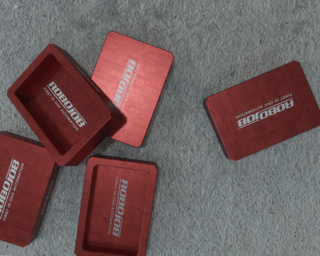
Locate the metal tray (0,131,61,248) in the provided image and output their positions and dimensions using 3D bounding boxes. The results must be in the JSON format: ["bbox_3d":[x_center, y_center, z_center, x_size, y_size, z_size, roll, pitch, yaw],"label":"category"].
[{"bbox_3d":[-0.191,0.078,0.406,0.090,0.030,0.129,18,90,0],"label":"metal tray"}]

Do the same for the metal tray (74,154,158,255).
[{"bbox_3d":[-0.056,0.105,0.406,0.091,0.030,0.129,8,90,0],"label":"metal tray"}]

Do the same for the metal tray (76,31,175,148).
[{"bbox_3d":[-0.045,-0.049,0.407,0.090,0.030,0.129,20,90,0],"label":"metal tray"}]

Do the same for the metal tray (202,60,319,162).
[{"bbox_3d":[0.134,-0.022,0.408,0.131,0.030,0.090,-23,90,0],"label":"metal tray"}]

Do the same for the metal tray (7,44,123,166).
[{"bbox_3d":[-0.119,-0.028,0.380,0.090,0.030,0.130,-45,73,8],"label":"metal tray"}]
